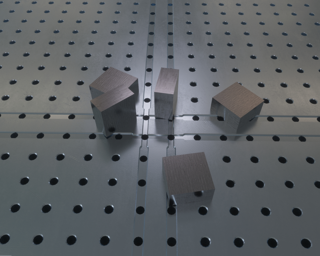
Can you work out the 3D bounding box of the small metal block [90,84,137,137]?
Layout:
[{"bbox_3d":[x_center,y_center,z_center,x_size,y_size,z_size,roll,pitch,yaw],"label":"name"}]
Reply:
[{"bbox_3d":[-0.060,-0.023,0.411,0.050,0.050,0.025,-32,57,-24],"label":"small metal block"}]

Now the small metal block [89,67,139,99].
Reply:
[{"bbox_3d":[-0.067,-0.059,0.457,0.050,0.025,0.050,25,54,20],"label":"small metal block"}]

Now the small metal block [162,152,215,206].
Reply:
[{"bbox_3d":[0.031,0.058,0.359,0.050,0.025,0.050,-7,50,-6],"label":"small metal block"}]

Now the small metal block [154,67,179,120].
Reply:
[{"bbox_3d":[0.010,-0.048,0.432,0.025,0.050,0.050,8,51,7],"label":"small metal block"}]

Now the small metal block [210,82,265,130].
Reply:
[{"bbox_3d":[0.108,-0.032,0.435,0.050,0.025,0.050,-33,57,-25],"label":"small metal block"}]
